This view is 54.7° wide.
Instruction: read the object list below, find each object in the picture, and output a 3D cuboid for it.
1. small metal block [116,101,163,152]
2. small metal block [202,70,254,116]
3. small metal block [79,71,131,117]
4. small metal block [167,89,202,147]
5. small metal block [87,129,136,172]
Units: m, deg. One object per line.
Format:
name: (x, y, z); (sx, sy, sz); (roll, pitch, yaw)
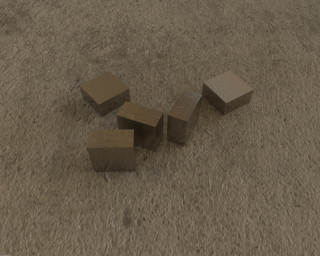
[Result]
small metal block: (-0.024, -0.001, 0.388); (0.050, 0.050, 0.025); (17, 52, 13)
small metal block: (0.097, -0.052, 0.447); (0.050, 0.025, 0.050); (-26, 55, -20)
small metal block: (-0.078, -0.050, 0.444); (0.050, 0.025, 0.050); (-33, 58, -25)
small metal block: (0.031, -0.013, 0.398); (0.025, 0.050, 0.050); (20, 53, 16)
small metal block: (-0.054, 0.027, 0.363); (0.050, 0.050, 0.025); (-1, 50, -1)
